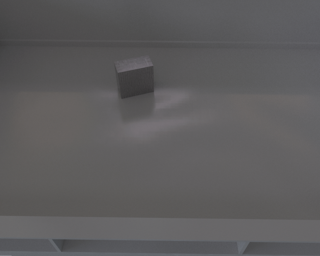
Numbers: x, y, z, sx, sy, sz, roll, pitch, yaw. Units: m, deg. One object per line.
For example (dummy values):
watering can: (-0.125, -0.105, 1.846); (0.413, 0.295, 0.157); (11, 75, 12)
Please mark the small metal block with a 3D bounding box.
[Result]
small metal block: (-0.037, -0.074, 0.451); (0.050, 0.050, 0.025); (-14, 52, -11)
